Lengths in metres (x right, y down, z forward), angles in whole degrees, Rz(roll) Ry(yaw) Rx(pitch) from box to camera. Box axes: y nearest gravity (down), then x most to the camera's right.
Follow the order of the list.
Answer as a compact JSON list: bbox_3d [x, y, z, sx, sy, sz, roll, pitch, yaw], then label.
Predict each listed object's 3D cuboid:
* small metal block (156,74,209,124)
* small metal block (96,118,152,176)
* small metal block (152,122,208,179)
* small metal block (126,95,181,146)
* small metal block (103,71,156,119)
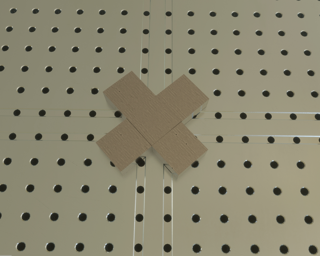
[{"bbox_3d":[0.030,-0.037,0.425,0.050,0.025,0.050,-39,75,-13],"label":"small metal block"},{"bbox_3d":[-0.046,0.025,0.402,0.050,0.025,0.050,-39,75,-13],"label":"small metal block"},{"bbox_3d":[0.025,0.029,0.401,0.050,0.025,0.050,-39,75,-13],"label":"small metal block"},{"bbox_3d":[-0.008,-0.007,0.413,0.050,0.025,0.050,-39,75,-13],"label":"small metal block"},{"bbox_3d":[-0.041,-0.042,0.426,0.050,0.025,0.050,-39,75,-13],"label":"small metal block"}]
